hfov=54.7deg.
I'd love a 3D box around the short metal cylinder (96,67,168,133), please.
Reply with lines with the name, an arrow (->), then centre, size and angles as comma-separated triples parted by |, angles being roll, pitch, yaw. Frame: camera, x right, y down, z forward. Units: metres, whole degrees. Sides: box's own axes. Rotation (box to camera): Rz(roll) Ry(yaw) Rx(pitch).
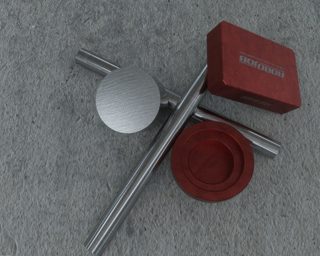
short metal cylinder -> -0.034, -0.034, 0.394 | 0.080, 0.050, 0.080 | 0, 90, 11

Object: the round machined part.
round machined part -> 0.062, 0.044, 0.385 | 0.099, 0.042, 0.098 | 0, 70, 0

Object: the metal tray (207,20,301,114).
metal tray -> 0.124, -0.076, 0.405 | 0.131, 0.030, 0.090 | 12, 68, -26

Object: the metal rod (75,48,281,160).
metal rod -> 0.018, -0.037, 0.424 | 0.301, 0.025, 0.025 | 27, 72, 9

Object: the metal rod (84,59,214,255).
metal rod -> 0.004, 0.018, 0.384 | 0.025, 0.025, 0.300 | 32, 79, 11
